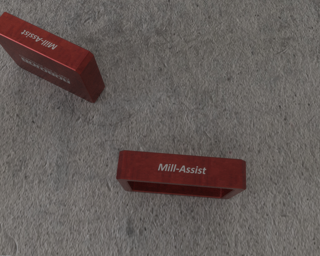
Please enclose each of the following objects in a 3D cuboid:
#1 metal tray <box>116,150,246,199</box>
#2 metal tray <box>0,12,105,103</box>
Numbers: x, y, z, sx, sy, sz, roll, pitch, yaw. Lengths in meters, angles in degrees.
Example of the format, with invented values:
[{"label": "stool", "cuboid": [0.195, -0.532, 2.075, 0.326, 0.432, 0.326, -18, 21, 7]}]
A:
[{"label": "metal tray", "cuboid": [0.022, 0.056, 0.353, 0.131, 0.090, 0.030, 4, 70, 1]}, {"label": "metal tray", "cuboid": [-0.141, -0.088, 0.404, 0.130, 0.090, 0.030, 26, 73, 9]}]
